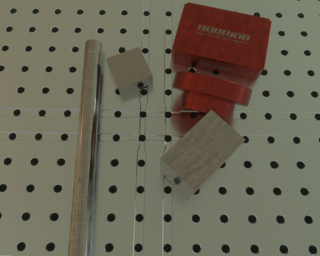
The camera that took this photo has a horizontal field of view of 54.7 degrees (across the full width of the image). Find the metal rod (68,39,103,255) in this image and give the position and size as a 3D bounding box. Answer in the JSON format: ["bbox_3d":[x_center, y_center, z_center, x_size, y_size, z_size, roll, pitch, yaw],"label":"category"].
[{"bbox_3d":[-0.095,0.018,0.404,0.025,0.025,0.299,-1,70,-1],"label":"metal rod"}]

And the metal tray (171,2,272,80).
[{"bbox_3d":[0.090,-0.129,0.457,0.131,0.030,0.090,13,70,4],"label":"metal tray"}]

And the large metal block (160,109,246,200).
[{"bbox_3d":[0.047,0.035,0.370,0.080,0.080,0.050,-43,76,-14],"label":"large metal block"}]

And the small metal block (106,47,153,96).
[{"bbox_3d":[-0.043,-0.081,0.441,0.050,0.025,0.050,-22,72,-8],"label":"small metal block"}]

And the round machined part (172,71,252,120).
[{"bbox_3d":[0.063,-0.039,0.394,0.098,0.098,0.042,15,96,5],"label":"round machined part"}]
